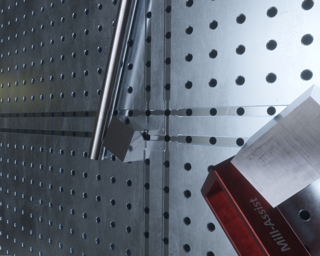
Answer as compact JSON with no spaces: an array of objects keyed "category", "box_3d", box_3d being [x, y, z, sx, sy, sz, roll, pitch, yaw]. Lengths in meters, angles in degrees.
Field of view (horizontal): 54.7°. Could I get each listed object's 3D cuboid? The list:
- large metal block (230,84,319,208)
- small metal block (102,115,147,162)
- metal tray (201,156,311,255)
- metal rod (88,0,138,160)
[{"category":"large metal block","box_3d":[0.118,0.012,0.269,0.050,0.080,0.080,48,120,9]},{"category":"small metal block","box_3d":[-0.052,0.015,0.450,0.050,0.025,0.050,34,111,34]},{"category":"metal tray","box_3d":[0.090,0.099,0.296,0.130,0.030,0.090,59,167,23]},{"category":"metal rod","box_3d":[-0.067,-0.096,0.461,0.025,0.025,0.298,22,104,37]}]
